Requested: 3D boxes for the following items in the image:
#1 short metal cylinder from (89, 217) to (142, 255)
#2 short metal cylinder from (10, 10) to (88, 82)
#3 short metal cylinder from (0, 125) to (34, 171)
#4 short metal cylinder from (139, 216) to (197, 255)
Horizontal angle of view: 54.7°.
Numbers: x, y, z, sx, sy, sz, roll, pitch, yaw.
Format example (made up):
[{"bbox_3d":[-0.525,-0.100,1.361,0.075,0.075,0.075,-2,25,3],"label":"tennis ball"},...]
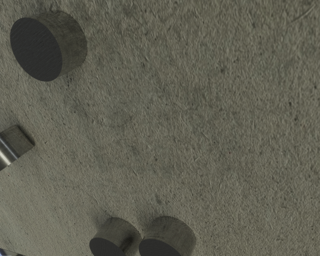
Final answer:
[{"bbox_3d":[-0.080,0.210,0.563,0.080,0.050,0.079,13,124,21],"label":"short metal cylinder"},{"bbox_3d":[-0.142,-0.106,0.400,0.080,0.050,0.079,13,124,21],"label":"short metal cylinder"},{"bbox_3d":[-0.268,0.038,0.536,0.080,0.080,0.050,-28,103,37],"label":"short metal cylinder"},{"bbox_3d":[0.013,0.190,0.502,0.080,0.050,0.079,13,124,21],"label":"short metal cylinder"}]
